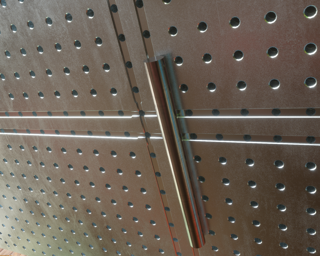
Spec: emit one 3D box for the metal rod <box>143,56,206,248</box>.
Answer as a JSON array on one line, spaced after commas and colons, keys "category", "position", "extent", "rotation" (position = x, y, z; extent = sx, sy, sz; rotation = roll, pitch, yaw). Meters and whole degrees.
[{"category": "metal rod", "position": [0.026, 0.050, 0.427], "extent": [0.025, 0.025, 0.298], "rotation": [0, 119, 28]}]
